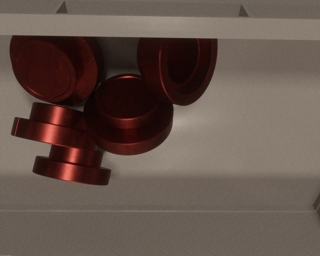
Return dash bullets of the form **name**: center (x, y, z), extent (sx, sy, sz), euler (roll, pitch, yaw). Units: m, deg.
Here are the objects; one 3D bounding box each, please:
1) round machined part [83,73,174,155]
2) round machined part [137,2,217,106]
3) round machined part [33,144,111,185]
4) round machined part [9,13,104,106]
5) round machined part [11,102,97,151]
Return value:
- **round machined part**: center (-0.034, -0.022, 0.338), extent (0.099, 0.098, 0.042), euler (0, 141, -1)
- **round machined part**: center (0.015, -0.074, 0.312), extent (0.042, 0.098, 0.098), euler (16, 141, 36)
- **round machined part**: center (-0.114, 0.046, 0.413), extent (0.099, 0.042, 0.098), euler (11, 173, 2)
- **round machined part**: center (-0.113, -0.066, 0.327), extent (0.099, 0.042, 0.097), euler (5, 123, 8)
- **round machined part**: center (-0.121, -0.003, 0.371), extent (0.099, 0.098, 0.042), euler (12, 86, -11)
